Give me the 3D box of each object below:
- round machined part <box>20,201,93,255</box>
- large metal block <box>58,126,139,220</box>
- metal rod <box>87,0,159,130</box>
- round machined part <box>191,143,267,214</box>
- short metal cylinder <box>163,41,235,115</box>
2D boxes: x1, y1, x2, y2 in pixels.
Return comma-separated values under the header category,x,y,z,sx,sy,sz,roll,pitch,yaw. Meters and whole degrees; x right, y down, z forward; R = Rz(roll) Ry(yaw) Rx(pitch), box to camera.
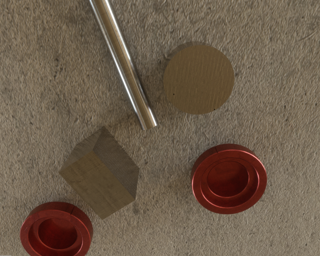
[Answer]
category,x,y,z,sx,sy,sz,roll,pitch,yaw
round machined part,-0.147,0.149,0.454,0.099,0.042,0.097,0,110,0
large metal block,-0.073,0.055,0.400,0.050,0.080,0.080,-33,107,11
metal rod,-0.065,-0.134,0.359,0.025,0.025,0.299,-19,109,7
round machined part,0.091,0.066,0.426,0.099,0.042,0.097,0,110,0
short metal cylinder,0.044,-0.062,0.374,0.081,0.050,0.079,0,110,0
